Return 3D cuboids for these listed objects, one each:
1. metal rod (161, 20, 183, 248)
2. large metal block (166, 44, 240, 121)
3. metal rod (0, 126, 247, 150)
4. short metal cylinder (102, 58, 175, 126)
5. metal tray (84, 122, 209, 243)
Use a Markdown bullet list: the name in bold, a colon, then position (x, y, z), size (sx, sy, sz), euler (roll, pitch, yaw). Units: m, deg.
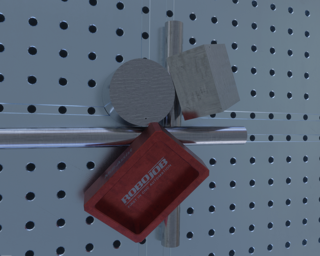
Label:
- **metal rod**: position (0.017, 0.008, 0.419), size (0.025, 0.025, 0.298), euler (1, 90, -20)
- **large metal block**: position (0.059, -0.061, 0.400), size (0.080, 0.050, 0.080), euler (-27, 102, -58)
- **metal rod**: position (-0.036, 0.011, 0.382), size (0.302, 0.025, 0.025), euler (0, 90, -13)
- **short metal cylinder**: position (-0.028, -0.042, 0.388), size (0.081, 0.050, 0.079), euler (0, 90, -20)
- **metal tray**: position (-0.017, 0.068, 0.376), size (0.090, 0.030, 0.130), euler (41, 98, -22)
